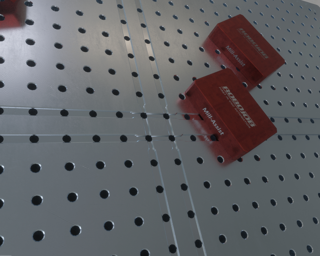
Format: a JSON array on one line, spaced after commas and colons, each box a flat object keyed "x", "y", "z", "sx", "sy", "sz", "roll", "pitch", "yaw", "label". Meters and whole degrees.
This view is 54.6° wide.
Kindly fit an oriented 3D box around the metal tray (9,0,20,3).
[{"x": -0.217, "y": -0.237, "z": 0.403, "sx": 0.090, "sy": 0.030, "sz": 0.130, "roll": 26, "pitch": 43, "yaw": -48, "label": "metal tray"}]

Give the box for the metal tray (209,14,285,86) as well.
[{"x": 0.165, "y": -0.149, "z": 0.584, "sx": 0.091, "sy": 0.030, "sz": 0.130, "roll": -34, "pitch": 81, "yaw": -38, "label": "metal tray"}]

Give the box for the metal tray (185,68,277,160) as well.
[{"x": 0.111, "y": -0.026, "z": 0.479, "sx": 0.091, "sy": 0.030, "sz": 0.130, "roll": -25, "pitch": 76, "yaw": -37, "label": "metal tray"}]
